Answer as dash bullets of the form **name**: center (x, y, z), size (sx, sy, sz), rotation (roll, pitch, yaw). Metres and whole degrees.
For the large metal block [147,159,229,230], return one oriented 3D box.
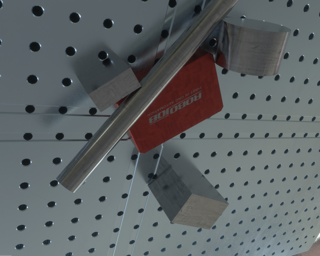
- **large metal block**: center (0.041, 0.099, 0.461), size (0.080, 0.080, 0.050), rotation (24, 105, -37)

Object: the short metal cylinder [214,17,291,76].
- **short metal cylinder**: center (0.110, -0.100, 0.376), size (0.081, 0.080, 0.050), rotation (-7, 122, -25)

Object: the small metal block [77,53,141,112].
- **small metal block**: center (-0.056, -0.050, 0.334), size (0.050, 0.050, 0.025), rotation (-34, 129, -6)

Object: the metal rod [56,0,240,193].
- **metal rod**: center (-0.002, -0.055, 0.341), size (0.300, 0.025, 0.025), rotation (-50, 130, -8)

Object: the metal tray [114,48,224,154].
- **metal tray**: center (0.013, -0.035, 0.395), size (0.131, 0.030, 0.090), rotation (-29, 129, -11)
